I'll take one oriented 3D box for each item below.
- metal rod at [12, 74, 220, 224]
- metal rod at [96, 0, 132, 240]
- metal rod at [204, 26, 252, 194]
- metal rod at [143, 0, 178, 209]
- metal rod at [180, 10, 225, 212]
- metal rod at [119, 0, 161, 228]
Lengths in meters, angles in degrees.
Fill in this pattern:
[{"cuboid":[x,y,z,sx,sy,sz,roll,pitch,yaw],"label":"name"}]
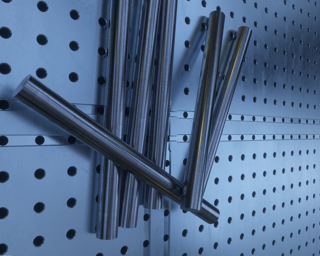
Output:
[{"cuboid":[-0.024,0.043,0.353,0.301,0.025,0.025,39,66,-33],"label":"metal rod"},{"cuboid":[-0.053,-0.024,0.363,0.025,0.025,0.298,5,87,-40],"label":"metal rod"},{"cuboid":[0.096,-0.030,0.487,0.025,0.025,0.299,31,71,-36],"label":"metal rod"},{"cuboid":[0.002,-0.046,0.409,0.025,0.025,0.299,7,85,-40],"label":"metal rod"},{"cuboid":[0.062,-0.039,0.424,0.025,0.025,0.299,29,61,-36],"label":"metal rod"},{"cuboid":[-0.025,-0.030,0.386,0.025,0.025,0.299,10,84,-40],"label":"metal rod"}]
